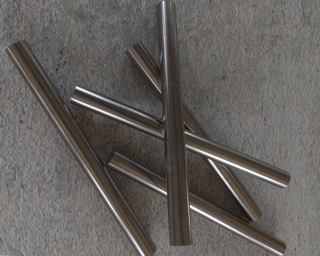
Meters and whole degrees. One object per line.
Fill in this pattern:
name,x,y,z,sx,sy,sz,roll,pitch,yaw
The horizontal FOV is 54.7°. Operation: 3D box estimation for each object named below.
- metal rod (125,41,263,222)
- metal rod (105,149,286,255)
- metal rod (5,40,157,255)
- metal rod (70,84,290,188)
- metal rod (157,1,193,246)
metal rod,0.053,0.013,0.428,0.025,0.025,0.300,-41,103,-15
metal rod,0.061,0.111,0.431,0.301,0.025,0.025,31,80,-18
metal rod,-0.089,0.035,0.376,0.025,0.025,0.299,-33,101,-17
metal rod,0.034,0.015,0.399,0.302,0.025,0.025,22,83,-11
metal rod,0.016,-0.018,0.374,0.025,0.025,0.299,3,74,-20
